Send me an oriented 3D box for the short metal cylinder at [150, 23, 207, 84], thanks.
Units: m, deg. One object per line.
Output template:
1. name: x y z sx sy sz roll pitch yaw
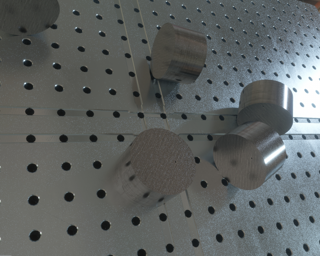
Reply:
1. short metal cylinder: 0.025 -0.108 0.454 0.050 0.080 0.080 7 59 -25

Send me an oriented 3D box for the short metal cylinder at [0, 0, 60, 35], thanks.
1. short metal cylinder: -0.171 -0.160 0.379 0.081 0.080 0.050 -11 68 -33

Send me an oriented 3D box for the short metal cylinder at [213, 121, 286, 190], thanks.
1. short metal cylinder: 0.119 0.036 0.417 0.050 0.080 0.080 -26 76 -37

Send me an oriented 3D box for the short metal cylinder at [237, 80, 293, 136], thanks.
1. short metal cylinder: 0.163 -0.029 0.481 0.080 0.080 0.050 28 52 -12

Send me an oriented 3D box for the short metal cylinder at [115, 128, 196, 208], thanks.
1. short metal cylinder: -0.006 0.047 0.362 0.081 0.050 0.080 14 56 -21
